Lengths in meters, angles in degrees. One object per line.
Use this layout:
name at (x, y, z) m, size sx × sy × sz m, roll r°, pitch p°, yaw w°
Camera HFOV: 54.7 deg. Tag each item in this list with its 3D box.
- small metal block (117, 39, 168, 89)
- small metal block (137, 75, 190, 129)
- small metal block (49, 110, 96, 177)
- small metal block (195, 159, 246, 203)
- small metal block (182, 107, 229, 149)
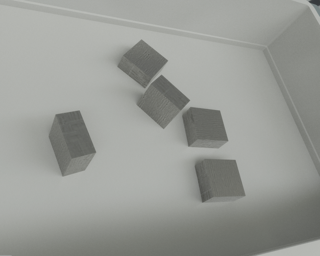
small metal block at (-0.024, -0.093, 0.449) m, size 0.050 × 0.025 × 0.050 m, roll 38°, pitch 51°, yaw -3°
small metal block at (0.004, -0.034, 0.412) m, size 0.050 × 0.050 × 0.025 m, roll 42°, pitch 51°, yaw 0°
small metal block at (-0.094, 0.017, 0.328) m, size 0.025 × 0.050 × 0.050 m, roll -14°, pitch 69°, yaw -34°
small metal block at (0.078, 0.069, 0.405) m, size 0.050 × 0.025 × 0.050 m, roll 5°, pitch 60°, yaw -26°
small metal block at (0.064, 0.000, 0.439) m, size 0.050 × 0.025 × 0.050 m, roll 5°, pitch 60°, yaw -26°
